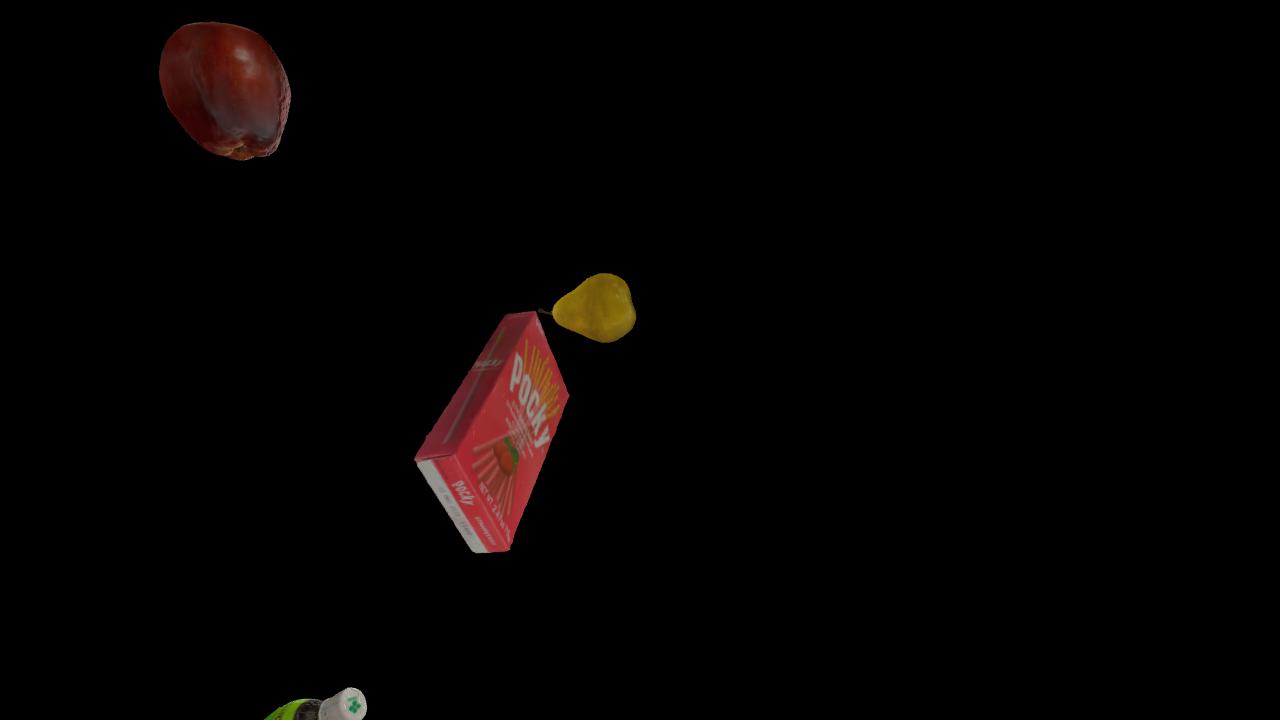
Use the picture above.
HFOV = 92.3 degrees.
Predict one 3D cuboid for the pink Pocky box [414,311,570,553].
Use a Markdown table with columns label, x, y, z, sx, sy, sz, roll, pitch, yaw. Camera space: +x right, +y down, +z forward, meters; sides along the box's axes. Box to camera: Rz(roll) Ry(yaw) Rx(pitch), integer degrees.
| label | x | y | z | sx | sy | sz | roll | pitch | yaw |
| --- | --- | --- | --- | --- | --- | --- | --- | --- | --- |
| pink Pocky box | -0.090 | 0.041 | 0.416 | 0.029 | 0.084 | 0.155 | -7 | 34 | 15 |

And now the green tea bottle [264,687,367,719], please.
| label | x | y | z | sx | sy | sz | roll | pitch | yaw |
| --- | --- | --- | --- | --- | --- | --- | --- | --- | --- |
| green tea bottle | -0.337 | 0.361 | 0.552 | 0.212 | 0.073 | 0.073 | -36 | -3 | 5 |

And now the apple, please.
| label | x | y | z | sx | sy | sz | roll | pitch | yaw |
| --- | --- | --- | --- | --- | --- | --- | --- | --- | --- |
| apple | -0.293 | -0.193 | 0.439 | 0.079 | 0.093 | 0.079 | -8 | 1 | 0 |

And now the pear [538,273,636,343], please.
| label | x | y | z | sx | sy | sz | roll | pitch | yaw |
| --- | --- | --- | --- | --- | --- | --- | --- | --- | --- |
| pear | -0.062 | -0.054 | 0.710 | 0.111 | 0.080 | 0.080 | -15 | -1 | 5 |
